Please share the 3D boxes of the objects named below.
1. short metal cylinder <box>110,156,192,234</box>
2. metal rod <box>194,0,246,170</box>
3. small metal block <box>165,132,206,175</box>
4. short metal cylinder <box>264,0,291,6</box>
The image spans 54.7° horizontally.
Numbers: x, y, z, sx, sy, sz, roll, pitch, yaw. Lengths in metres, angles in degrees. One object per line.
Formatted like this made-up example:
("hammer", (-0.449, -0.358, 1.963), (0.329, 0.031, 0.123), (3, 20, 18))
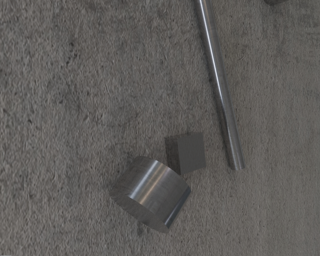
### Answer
("short metal cylinder", (-0.011, 0.077, 0.360), (0.080, 0.080, 0.050), (52, 60, -28))
("metal rod", (0.092, -0.076, 0.481), (0.025, 0.025, 0.298), (-24, 106, -37))
("small metal block", (0.036, 0.034, 0.435), (0.050, 0.025, 0.050), (-11, 97, -39))
("short metal cylinder", (0.226, -0.276, 0.577), (0.081, 0.050, 0.079), (0, 90, -40))
